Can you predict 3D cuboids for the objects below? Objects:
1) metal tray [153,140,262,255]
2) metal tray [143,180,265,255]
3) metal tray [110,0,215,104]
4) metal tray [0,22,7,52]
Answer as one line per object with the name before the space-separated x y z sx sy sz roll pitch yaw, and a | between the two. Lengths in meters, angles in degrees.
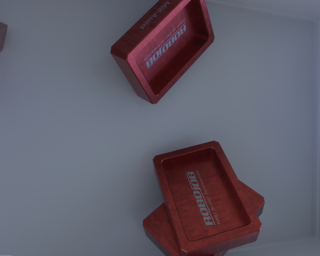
metal tray | 0.051 0.081 0.373 0.091 0.130 0.030 -14 138 -7
metal tray | 0.056 0.112 0.390 0.131 0.090 0.030 -36 142 -25
metal tray | 0.009 -0.104 0.385 0.130 0.030 0.090 -48 143 -13
metal tray | -0.200 -0.089 0.279 0.091 0.130 0.030 14 108 -21
